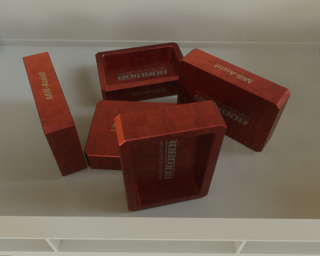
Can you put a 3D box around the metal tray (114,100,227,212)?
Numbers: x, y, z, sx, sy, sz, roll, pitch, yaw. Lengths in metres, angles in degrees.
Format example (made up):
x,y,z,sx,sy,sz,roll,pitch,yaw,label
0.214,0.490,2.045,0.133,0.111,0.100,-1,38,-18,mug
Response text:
x,y,z,sx,sy,sz,roll,pitch,yaw,label
0.008,0.033,0.305,0.091,0.129,0.030,-9,51,-9,metal tray

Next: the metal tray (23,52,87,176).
x,y,z,sx,sy,sz,roll,pitch,yaw,label
-0.127,-0.018,0.374,0.030,0.089,0.130,-19,53,-16,metal tray

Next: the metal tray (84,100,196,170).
x,y,z,sx,sy,sz,roll,pitch,yaw,label
-0.020,0.009,0.390,0.131,0.030,0.090,3,50,2,metal tray

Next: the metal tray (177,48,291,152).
x,y,z,sx,sy,sz,roll,pitch,yaw,label
0.084,-0.034,0.390,0.130,0.089,0.030,31,57,23,metal tray

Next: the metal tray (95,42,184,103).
x,y,z,sx,sy,sz,roll,pitch,yaw,label
-0.026,-0.085,0.470,0.131,0.030,0.090,-10,51,-9,metal tray
